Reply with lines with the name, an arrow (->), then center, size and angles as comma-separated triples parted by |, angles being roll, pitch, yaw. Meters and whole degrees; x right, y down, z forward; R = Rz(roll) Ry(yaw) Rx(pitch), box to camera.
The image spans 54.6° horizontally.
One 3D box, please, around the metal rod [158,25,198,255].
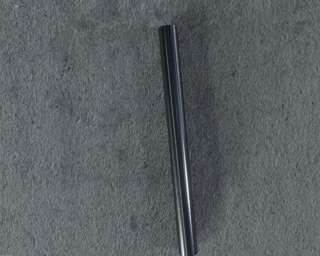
metal rod -> 0.024, 0.016, 0.410 | 0.025, 0.025, 0.298 | -5, 90, 0
